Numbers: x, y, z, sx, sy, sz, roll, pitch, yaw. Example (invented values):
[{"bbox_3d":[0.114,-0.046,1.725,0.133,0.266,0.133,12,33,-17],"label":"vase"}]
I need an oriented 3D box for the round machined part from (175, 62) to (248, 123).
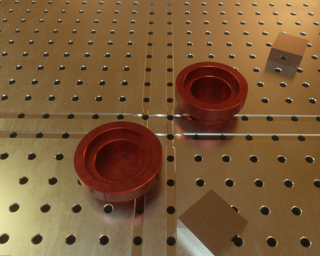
[{"bbox_3d":[0.070,-0.046,0.436,0.099,0.042,0.098,0,50,0],"label":"round machined part"}]

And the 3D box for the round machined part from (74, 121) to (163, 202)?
[{"bbox_3d":[-0.046,0.042,0.361,0.099,0.042,0.098,0,50,0],"label":"round machined part"}]

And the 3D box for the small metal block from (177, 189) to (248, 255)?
[{"bbox_3d":[0.054,0.101,0.323,0.050,0.025,0.050,-34,58,-25],"label":"small metal block"}]

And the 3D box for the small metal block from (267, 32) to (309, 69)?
[{"bbox_3d":[0.215,-0.131,0.519,0.050,0.025,0.050,22,53,17],"label":"small metal block"}]
